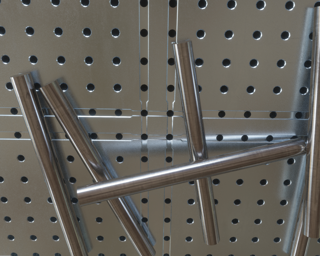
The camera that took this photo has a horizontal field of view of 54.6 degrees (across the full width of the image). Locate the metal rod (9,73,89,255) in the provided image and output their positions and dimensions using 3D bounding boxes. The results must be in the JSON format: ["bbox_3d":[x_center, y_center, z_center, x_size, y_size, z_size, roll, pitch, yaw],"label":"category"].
[{"bbox_3d":[-0.149,0.072,0.438,0.025,0.025,0.298,-9,110,3],"label":"metal rod"}]

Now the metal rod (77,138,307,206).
[{"bbox_3d":[0.047,0.055,0.403,0.302,0.025,0.025,-11,110,-8],"label":"metal rod"}]

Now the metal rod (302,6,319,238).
[{"bbox_3d":[0.203,0.002,0.398,0.025,0.025,0.298,-3,104,1],"label":"metal rod"}]

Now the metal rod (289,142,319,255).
[{"bbox_3d":[0.221,0.071,0.441,0.025,0.025,0.298,2,110,-1],"label":"metal rod"}]

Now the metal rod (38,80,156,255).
[{"bbox_3d":[-0.080,0.072,0.439,0.025,0.025,0.299,-23,109,8],"label":"metal rod"}]

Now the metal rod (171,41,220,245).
[{"bbox_3d":[0.053,0.034,0.426,0.025,0.025,0.298,-10,110,3],"label":"metal rod"}]
